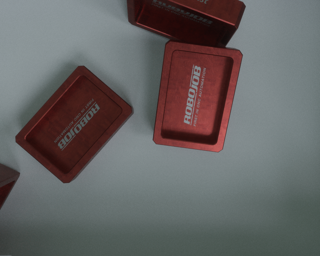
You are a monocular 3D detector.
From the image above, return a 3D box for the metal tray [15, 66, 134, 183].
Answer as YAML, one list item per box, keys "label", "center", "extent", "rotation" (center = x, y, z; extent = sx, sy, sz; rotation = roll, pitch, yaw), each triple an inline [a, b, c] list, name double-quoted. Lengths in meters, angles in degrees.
- label: "metal tray"
  center: [-0.110, -0.005, 0.407]
  extent: [0.090, 0.030, 0.130]
  rotation: [41, 90, -1]

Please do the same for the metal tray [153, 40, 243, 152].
- label: "metal tray"
  center: [0.044, -0.039, 0.389]
  extent: [0.091, 0.030, 0.129]
  rotation: [8, 109, -1]

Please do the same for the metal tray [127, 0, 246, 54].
- label: "metal tray"
  center: [0.026, -0.138, 0.377]
  extent: [0.131, 0.090, 0.030]
  rotation: [21, 81, -1]

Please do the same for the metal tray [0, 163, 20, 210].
- label: "metal tray"
  center: [-0.225, 0.110, 0.369]
  extent: [0.030, 0.090, 0.130]
  rotation: [29, 85, -7]
